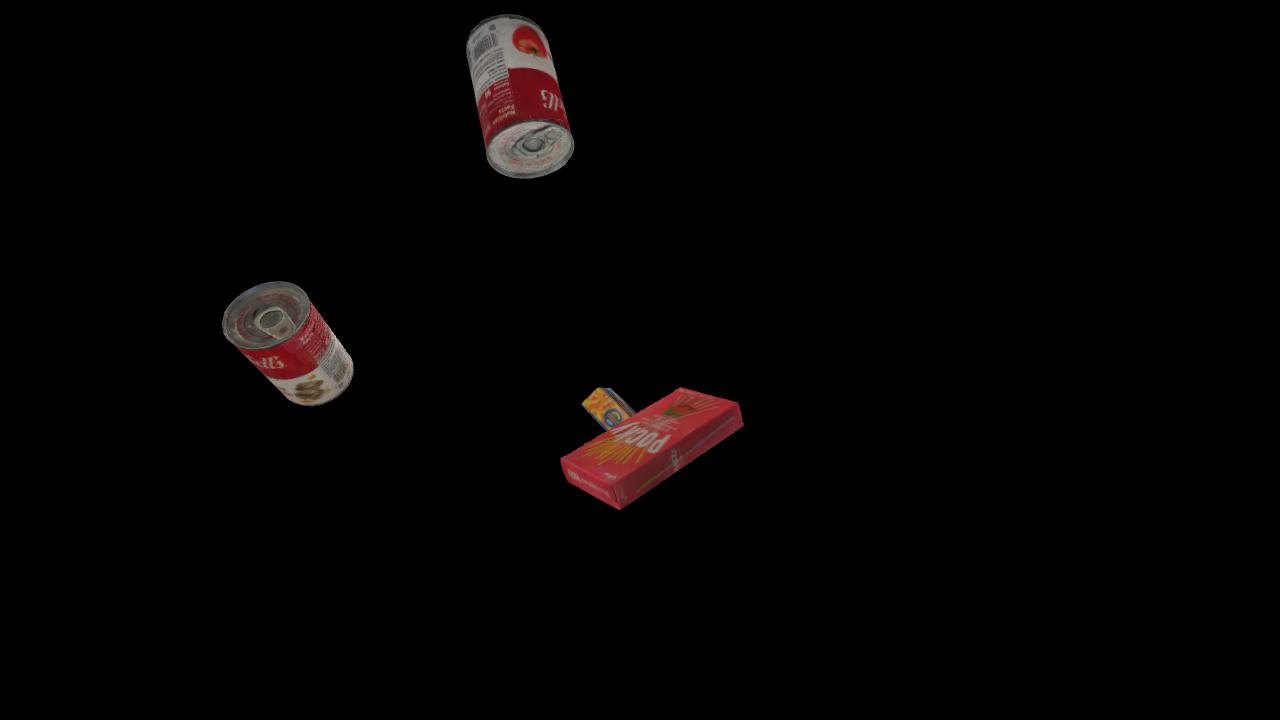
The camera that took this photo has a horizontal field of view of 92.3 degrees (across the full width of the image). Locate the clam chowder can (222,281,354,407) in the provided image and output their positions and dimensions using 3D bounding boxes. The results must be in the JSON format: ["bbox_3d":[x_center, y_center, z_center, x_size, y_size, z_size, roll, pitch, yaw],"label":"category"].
[{"bbox_3d":[-0.302,-0.011,0.539,0.068,0.068,0.102,0,-31,-1],"label":"clam chowder can"}]

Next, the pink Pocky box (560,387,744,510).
[{"bbox_3d":[0.013,0.075,0.563,0.155,0.029,0.084,-28,24,-31],"label":"pink Pocky box"}]

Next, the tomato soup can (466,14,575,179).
[{"bbox_3d":[-0.094,-0.203,0.478,0.068,0.101,0.068,-14,-16,-4],"label":"tomato soup can"}]

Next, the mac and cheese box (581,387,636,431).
[{"bbox_3d":[-0.034,0.085,0.930,0.041,0.093,0.184,-44,-3,0],"label":"mac and cheese box"}]
